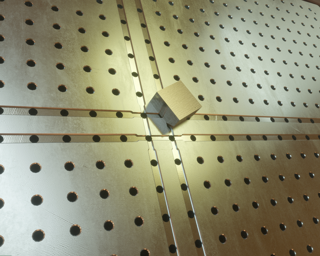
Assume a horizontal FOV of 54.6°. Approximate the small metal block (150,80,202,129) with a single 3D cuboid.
[{"bbox_3d":[0.023,-0.034,0.441,0.050,0.025,0.050,-31,79,-38],"label":"small metal block"}]
